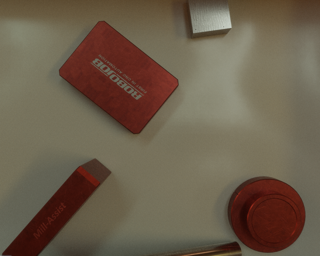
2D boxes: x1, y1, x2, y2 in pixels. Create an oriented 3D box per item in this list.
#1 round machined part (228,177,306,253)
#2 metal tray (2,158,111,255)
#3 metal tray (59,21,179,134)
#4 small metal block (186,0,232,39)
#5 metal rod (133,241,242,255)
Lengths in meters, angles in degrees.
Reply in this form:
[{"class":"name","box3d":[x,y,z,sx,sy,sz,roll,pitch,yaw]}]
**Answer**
[{"class":"round machined part","box3d":[0.142,0.115,0.405,0.099,0.042,0.097,0,90,-1]},{"class":"metal tray","box3d":[-0.119,0.099,0.377,0.030,0.090,0.130,41,90,0]},{"class":"metal tray","box3d":[-0.052,-0.064,0.408,0.130,0.030,0.090,39,90,-1]},{"class":"small metal block","box3d":[0.064,-0.151,0.412,0.050,0.025,0.050,-8,90,-1]},{"class":"metal rod","box3d":[-0.039,0.164,0.361,0.303,0.025,0.025,0,90,-21]}]
